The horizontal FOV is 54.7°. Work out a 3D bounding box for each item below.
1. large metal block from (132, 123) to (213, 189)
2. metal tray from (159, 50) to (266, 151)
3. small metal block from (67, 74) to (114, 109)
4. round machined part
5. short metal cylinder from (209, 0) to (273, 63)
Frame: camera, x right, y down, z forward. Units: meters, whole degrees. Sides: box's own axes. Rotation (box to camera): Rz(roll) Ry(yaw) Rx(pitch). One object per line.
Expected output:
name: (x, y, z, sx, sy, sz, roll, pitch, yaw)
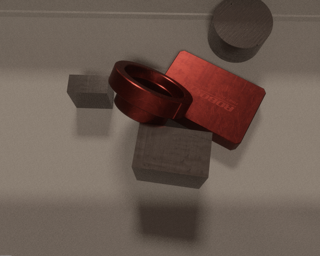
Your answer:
large metal block: (0.014, 0.036, 0.367, 0.080, 0.080, 0.050, 8, 70, 2)
metal tray: (0.064, -0.039, 0.422, 0.130, 0.030, 0.090, 28, 72, 9)
small metal block: (-0.091, -0.047, 0.413, 0.050, 0.050, 0.025, 2, 70, 0)
round machined part: (-0.014, -0.037, 0.363, 0.098, 0.098, 0.042, 32, 113, 11)
short metal cylinder: (0.113, -0.140, 0.443, 0.081, 0.050, 0.080, 0, 79, 0)
